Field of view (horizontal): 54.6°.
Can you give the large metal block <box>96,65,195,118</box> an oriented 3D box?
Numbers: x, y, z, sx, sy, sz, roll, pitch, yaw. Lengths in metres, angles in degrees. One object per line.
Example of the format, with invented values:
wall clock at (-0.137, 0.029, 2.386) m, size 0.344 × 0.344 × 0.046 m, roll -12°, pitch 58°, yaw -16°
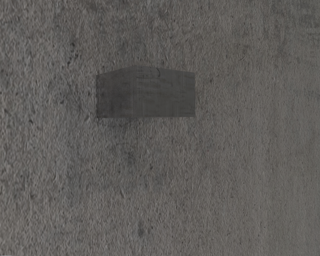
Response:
large metal block at (-0.017, -0.037, 0.354) m, size 0.081 × 0.080 × 0.050 m, roll -1°, pitch 91°, yaw -40°
